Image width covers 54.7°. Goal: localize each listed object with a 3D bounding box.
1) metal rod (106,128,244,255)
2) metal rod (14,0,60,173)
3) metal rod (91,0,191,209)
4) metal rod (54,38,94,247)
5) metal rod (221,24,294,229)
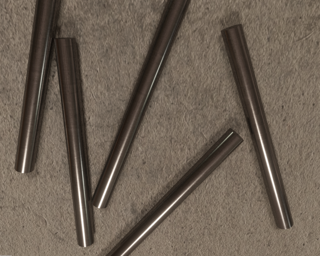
[{"bbox_3d":[0.007,0.116,0.452,0.025,0.025,0.299,38,105,-13],"label":"metal rod"},{"bbox_3d":[-0.147,-0.079,0.378,0.025,0.025,0.298,14,109,-6],"label":"metal rod"},{"bbox_3d":[-0.032,-0.022,0.401,0.025,0.025,0.298,21,109,-8],"label":"metal rod"},{"bbox_3d":[-0.113,0.033,0.420,0.025,0.025,0.298,0,110,0],"label":"metal rod"},{"bbox_3d":[0.136,0.012,0.416,0.025,0.025,0.298,-19,109,6],"label":"metal rod"}]
